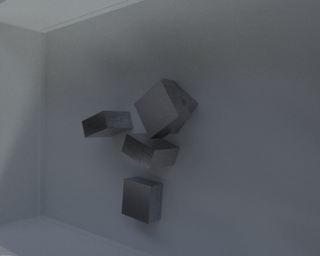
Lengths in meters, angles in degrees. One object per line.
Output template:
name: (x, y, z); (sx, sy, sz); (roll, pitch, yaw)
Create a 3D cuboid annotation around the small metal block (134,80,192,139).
small metal block: (0.002, -0.021, 0.371); (0.050, 0.025, 0.050); (-39, 67, 33)

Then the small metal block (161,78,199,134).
small metal block: (0.012, -0.027, 0.395); (0.050, 0.025, 0.050); (48, 118, 29)

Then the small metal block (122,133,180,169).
small metal block: (-0.012, 0.028, 0.398); (0.050, 0.050, 0.025); (28, 107, 36)

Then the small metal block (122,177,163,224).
small metal block: (-0.025, 0.097, 0.425); (0.050, 0.025, 0.050); (7, 95, 39)

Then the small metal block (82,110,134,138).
small metal block: (-0.076, -0.005, 0.451); (0.050, 0.050, 0.025); (-21, 77, 38)
